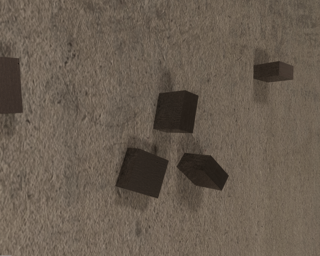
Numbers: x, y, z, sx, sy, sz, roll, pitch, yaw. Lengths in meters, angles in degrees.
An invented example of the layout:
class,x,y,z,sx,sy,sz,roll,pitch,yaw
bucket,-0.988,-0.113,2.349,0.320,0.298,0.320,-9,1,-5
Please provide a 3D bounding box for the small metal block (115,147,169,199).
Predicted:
class,x,y,z,sx,sy,sz,roll,pitch,yaw
small metal block,-0.021,0.057,0.389,0.050,0.025,0.050,27,73,-37

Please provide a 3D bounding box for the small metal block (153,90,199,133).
class,x,y,z,sx,sy,sz,roll,pitch,yaw
small metal block,0.020,-0.020,0.408,0.025,0.050,0.050,16,80,-39

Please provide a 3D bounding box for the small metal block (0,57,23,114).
class,x,y,z,sx,sy,sz,roll,pitch,yaw
small metal block,-0.154,-0.037,0.276,0.050,0.025,0.050,-5,93,-40

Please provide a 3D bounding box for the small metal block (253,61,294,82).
class,x,y,z,sx,sy,sz,roll,pitch,yaw
small metal block,0.207,-0.102,0.566,0.050,0.050,0.025,3,88,-40

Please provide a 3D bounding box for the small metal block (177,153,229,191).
class,x,y,z,sx,sy,sz,roll,pitch,yaw
small metal block,0.061,0.062,0.442,0.050,0.050,0.025,47,62,-30
